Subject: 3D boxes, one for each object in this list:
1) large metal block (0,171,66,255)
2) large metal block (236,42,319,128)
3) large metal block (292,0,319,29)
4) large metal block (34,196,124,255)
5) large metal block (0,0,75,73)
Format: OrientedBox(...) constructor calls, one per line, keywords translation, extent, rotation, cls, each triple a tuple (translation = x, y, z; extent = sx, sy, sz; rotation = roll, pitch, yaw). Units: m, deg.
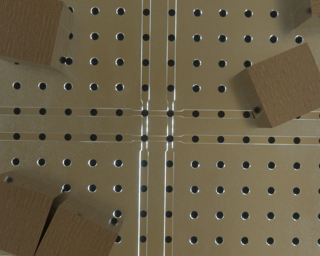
OrientedBox(translation=(-0.180, 0.110, 0.400), extent=(0.080, 0.050, 0.080), rotation=(19, 90, 0), cls="large metal block")
OrientedBox(translation=(0.158, -0.052, 0.402), extent=(0.080, 0.050, 0.080), rotation=(-23, 90, 0), cls="large metal block")
OrientedBox(translation=(0.221, -0.180, 0.402), extent=(0.080, 0.050, 0.080), rotation=(-6, 90, 0), cls="large metal block")
OrientedBox(translation=(-0.104, 0.147, 0.400), extent=(0.080, 0.050, 0.080), rotation=(26, 90, 0), cls="large metal block")
OrientedBox(translation=(-0.164, -0.123, 0.400), extent=(0.080, 0.050, 0.080), rotation=(11, 90, 0), cls="large metal block")
